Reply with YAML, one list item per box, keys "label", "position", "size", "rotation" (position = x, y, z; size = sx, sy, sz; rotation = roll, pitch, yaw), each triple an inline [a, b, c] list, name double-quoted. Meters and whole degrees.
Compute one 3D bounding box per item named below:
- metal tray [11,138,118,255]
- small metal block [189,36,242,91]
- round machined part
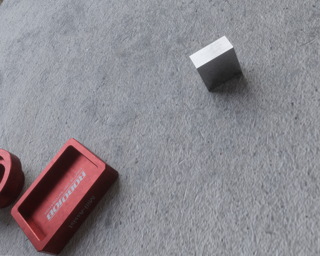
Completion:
- label: "metal tray"
  position: [-0.128, 0.087, 0.414]
  size: [0.090, 0.030, 0.130]
  rotation: [30, 78, 37]
- label: "small metal block"
  position: [0.073, -0.082, 0.400]
  size: [0.050, 0.050, 0.025]
  rotation: [-29, 52, 9]
- label: "round machined part"
  position: [-0.249, 0.084, 0.472]
  size: [0.098, 0.042, 0.098]
  rotation: [-13, 56, 21]
